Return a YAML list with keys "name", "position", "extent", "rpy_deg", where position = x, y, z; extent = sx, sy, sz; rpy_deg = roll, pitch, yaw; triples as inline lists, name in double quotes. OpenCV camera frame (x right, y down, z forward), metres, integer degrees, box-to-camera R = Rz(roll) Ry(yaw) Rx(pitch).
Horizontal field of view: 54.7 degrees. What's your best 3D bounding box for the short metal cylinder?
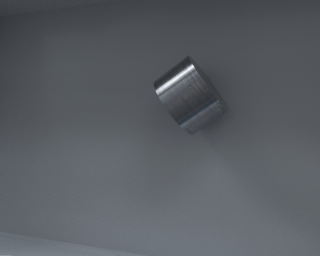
- name: "short metal cylinder"
  position: [0.037, -0.039, 0.368]
  extent: [0.050, 0.080, 0.080]
  rpy_deg: [-36, 79, 16]
